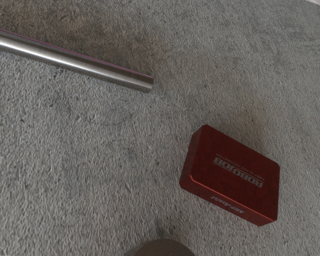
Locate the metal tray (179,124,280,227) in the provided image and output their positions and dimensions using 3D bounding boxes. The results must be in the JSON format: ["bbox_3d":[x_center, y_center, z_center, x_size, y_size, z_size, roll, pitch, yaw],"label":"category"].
[{"bbox_3d":[0.097,0.063,0.415,0.131,0.030,0.090,28,52,-11],"label":"metal tray"}]

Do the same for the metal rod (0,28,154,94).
[{"bbox_3d":[-0.151,-0.095,0.380,0.302,0.025,0.025,14,56,-20],"label":"metal rod"}]

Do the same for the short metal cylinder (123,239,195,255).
[{"bbox_3d":[-0.004,0.151,0.293,0.081,0.050,0.080,14,56,-21],"label":"short metal cylinder"}]
